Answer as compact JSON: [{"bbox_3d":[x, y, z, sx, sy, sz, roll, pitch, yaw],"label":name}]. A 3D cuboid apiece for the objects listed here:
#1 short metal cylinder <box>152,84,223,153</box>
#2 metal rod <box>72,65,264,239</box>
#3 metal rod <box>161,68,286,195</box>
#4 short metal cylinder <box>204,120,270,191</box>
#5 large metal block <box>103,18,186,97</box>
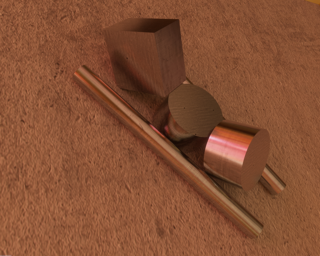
[{"bbox_3d":[0.036,-0.012,0.416,0.081,0.050,0.080,14,56,-21],"label":"short metal cylinder"},{"bbox_3d":[0.010,0.030,0.391,0.300,0.025,0.025,42,51,0],"label":"metal rod"},{"bbox_3d":[0.071,-0.023,0.457,0.300,0.025,0.025,48,51,6],"label":"metal rod"},{"bbox_3d":[0.099,0.034,0.395,0.050,0.079,0.081,17,39,37],"label":"short metal cylinder"},{"bbox_3d":[-0.018,-0.093,0.397,0.080,0.080,0.050,15,41,34],"label":"large metal block"}]
